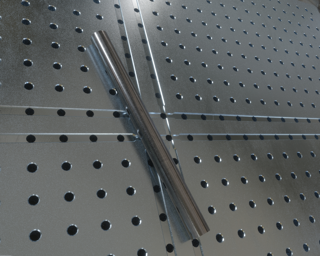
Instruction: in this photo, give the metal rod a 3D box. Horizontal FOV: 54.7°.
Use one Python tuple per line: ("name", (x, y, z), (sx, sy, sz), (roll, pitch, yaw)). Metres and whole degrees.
("metal rod", (-0.020, -0.003, 0.400), (0.025, 0.025, 0.299), (-16, 70, -35))
